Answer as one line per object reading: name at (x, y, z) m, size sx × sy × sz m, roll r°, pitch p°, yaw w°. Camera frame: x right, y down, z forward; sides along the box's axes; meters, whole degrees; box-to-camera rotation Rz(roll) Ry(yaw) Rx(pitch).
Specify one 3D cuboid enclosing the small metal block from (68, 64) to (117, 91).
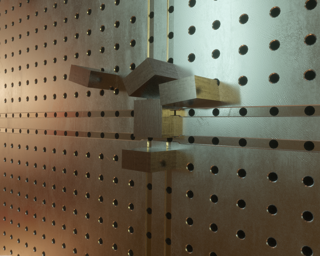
small metal block at (-0.104, -0.078, 0.481) m, size 0.050 × 0.050 × 0.025 m, roll 22°, pitch 104°, yaw 38°

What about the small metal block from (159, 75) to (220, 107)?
small metal block at (0.035, -0.042, 0.365) m, size 0.050 × 0.050 × 0.025 m, roll -8°, pitch 85°, yaw 40°

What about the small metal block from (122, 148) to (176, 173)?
small metal block at (-0.014, 0.041, 0.406) m, size 0.050 × 0.050 × 0.025 m, roll 2°, pitch 91°, yaw 40°

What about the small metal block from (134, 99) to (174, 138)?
small metal block at (-0.009, -0.013, 0.418) m, size 0.050 × 0.025 × 0.050 m, roll 1°, pitch 91°, yaw 40°

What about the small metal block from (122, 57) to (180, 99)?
small metal block at (-0.011, -0.063, 0.403) m, size 0.050 × 0.050 × 0.025 m, roll -34°, pitch 69°, yaw 35°
